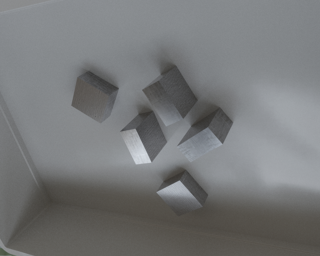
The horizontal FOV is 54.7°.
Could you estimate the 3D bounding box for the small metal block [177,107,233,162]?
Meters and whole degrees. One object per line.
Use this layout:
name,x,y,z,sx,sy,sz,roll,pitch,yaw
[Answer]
small metal block,0.054,0.008,0.368,0.025,0.050,0.050,49,128,-7

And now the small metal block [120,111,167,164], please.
small metal block,-0.020,0.012,0.409,0.025,0.050,0.050,-11,113,32

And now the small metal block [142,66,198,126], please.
small metal block,0.013,-0.038,0.361,0.025,0.050,0.050,-24,106,36

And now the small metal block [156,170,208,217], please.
small metal block,0.032,0.095,0.450,0.050,0.025,0.050,49,128,-7

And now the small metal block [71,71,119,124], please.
small metal block,-0.090,-0.042,0.428,0.050,0.025,0.050,31,128,7
